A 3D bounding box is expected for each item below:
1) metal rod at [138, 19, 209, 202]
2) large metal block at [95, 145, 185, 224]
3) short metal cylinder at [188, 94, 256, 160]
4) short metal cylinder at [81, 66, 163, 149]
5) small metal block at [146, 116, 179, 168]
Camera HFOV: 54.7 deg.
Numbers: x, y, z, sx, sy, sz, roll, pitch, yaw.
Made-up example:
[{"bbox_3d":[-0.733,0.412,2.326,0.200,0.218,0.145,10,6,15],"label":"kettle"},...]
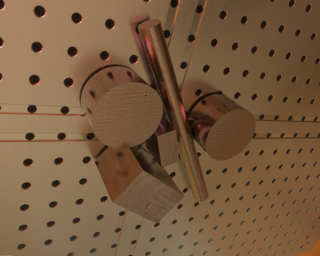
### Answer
[{"bbox_3d":[0.028,0.000,0.422,0.025,0.025,0.299,-28,128,-11],"label":"metal rod"},{"bbox_3d":[-0.027,0.064,0.395,0.050,0.080,0.080,-47,129,5],"label":"large metal block"},{"bbox_3d":[0.086,-0.001,0.436,0.081,0.050,0.079,-14,124,-21],"label":"short metal cylinder"},{"bbox_3d":[-0.044,-0.024,0.352,0.081,0.050,0.079,-14,124,-21],"label":"short metal cylinder"},{"bbox_3d":[0.000,0.014,0.399,0.025,0.050,0.050,-20,126,-17],"label":"small metal block"}]
